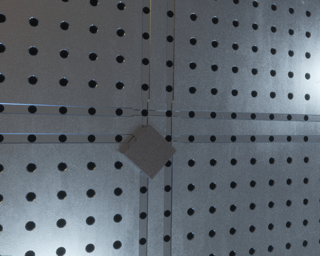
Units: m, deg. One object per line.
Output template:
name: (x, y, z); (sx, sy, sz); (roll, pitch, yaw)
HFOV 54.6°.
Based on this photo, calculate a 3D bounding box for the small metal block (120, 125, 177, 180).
small metal block: (-0.015, 0.031, 0.407); (0.050, 0.025, 0.050); (45, 76, -15)
